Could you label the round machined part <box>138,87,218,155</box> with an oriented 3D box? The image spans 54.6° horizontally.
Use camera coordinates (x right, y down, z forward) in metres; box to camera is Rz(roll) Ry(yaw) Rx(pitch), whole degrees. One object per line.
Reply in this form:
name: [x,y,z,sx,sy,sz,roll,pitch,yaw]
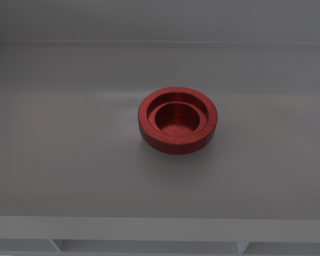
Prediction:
round machined part: [0.022,-0.005,0.399,0.099,0.042,0.098,0,50,0]
